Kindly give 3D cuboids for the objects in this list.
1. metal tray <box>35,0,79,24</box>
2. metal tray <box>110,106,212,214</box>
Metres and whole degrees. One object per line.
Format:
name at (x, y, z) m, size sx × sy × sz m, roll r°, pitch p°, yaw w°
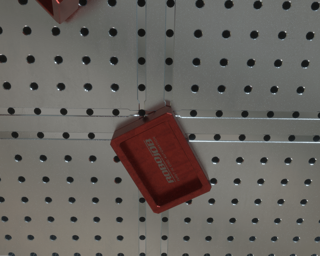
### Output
metal tray at (-0.139, -0.173, 0.310) m, size 0.130 × 0.090 × 0.030 m, roll 45°, pitch 81°, yaw -15°
metal tray at (0.003, 0.046, 0.427) m, size 0.090 × 0.030 × 0.130 m, roll -26°, pitch 108°, yaw 9°
